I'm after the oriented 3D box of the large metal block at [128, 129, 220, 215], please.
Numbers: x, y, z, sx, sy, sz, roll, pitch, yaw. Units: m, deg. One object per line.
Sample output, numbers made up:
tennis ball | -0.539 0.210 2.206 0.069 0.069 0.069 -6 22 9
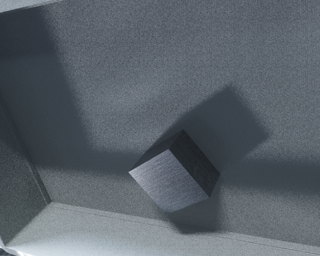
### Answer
large metal block | 0.020 0.061 0.419 0.080 0.050 0.080 -34 100 38
